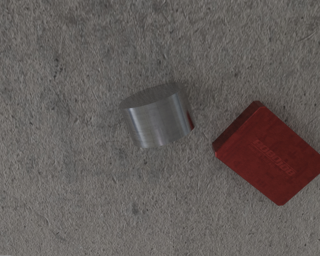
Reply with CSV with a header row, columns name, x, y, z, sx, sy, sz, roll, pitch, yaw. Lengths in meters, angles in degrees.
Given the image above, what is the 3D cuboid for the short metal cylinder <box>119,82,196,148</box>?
name,x,y,z,sx,sy,sz,roll,pitch,yaw
short metal cylinder,-0.003,-0.017,0.374,0.080,0.080,0.050,-17,109,6

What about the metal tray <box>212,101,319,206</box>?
name,x,y,z,sx,sy,sz,roll,pitch,yaw
metal tray,0.148,0.036,0.422,0.130,0.030,0.090,38,106,-13
